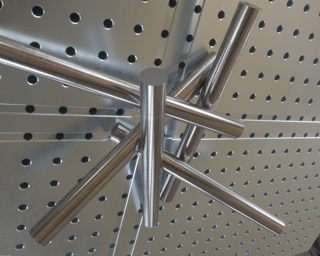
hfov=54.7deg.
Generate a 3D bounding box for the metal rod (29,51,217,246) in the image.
[{"bbox_3d":[-0.029,0.015,0.368,0.301,0.025,0.025,-45,131,-12],"label":"metal rod"}]

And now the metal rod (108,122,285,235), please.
[{"bbox_3d":[0.063,0.079,0.434,0.301,0.025,0.025,32,101,-19],"label":"metal rod"}]

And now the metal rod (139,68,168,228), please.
[{"bbox_3d":[-0.010,0.052,0.385,0.025,0.025,0.298,-19,143,-18],"label":"metal rod"}]

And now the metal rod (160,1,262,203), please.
[{"bbox_3d":[0.052,-0.011,0.405,0.025,0.025,0.298,0,128,-29],"label":"metal rod"}]

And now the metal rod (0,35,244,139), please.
[{"bbox_3d":[-0.035,-0.038,0.332,0.302,0.025,0.025,17,110,-23],"label":"metal rod"}]
